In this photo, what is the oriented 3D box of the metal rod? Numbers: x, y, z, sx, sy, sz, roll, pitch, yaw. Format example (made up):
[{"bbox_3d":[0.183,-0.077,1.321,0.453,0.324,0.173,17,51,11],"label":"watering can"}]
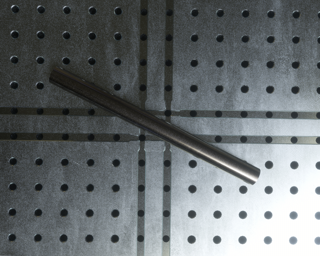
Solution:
[{"bbox_3d":[-0.006,-0.003,0.413,0.301,0.025,0.025,27,90,-1],"label":"metal rod"}]
